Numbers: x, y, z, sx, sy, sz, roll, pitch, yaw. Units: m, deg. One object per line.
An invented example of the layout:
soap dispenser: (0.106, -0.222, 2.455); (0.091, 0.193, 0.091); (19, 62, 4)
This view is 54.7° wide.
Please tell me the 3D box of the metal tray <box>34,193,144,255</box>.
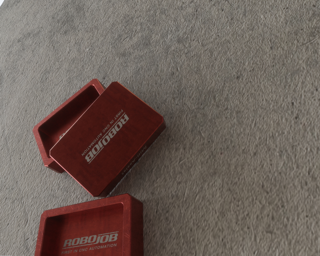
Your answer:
metal tray: (-0.084, 0.134, 0.362); (0.130, 0.030, 0.090); (-16, 55, 19)

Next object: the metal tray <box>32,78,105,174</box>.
metal tray: (-0.124, -0.005, 0.468); (0.130, 0.030, 0.090); (-39, 51, 2)

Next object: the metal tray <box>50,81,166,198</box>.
metal tray: (-0.067, 0.014, 0.406); (0.090, 0.030, 0.130); (39, 83, 16)
